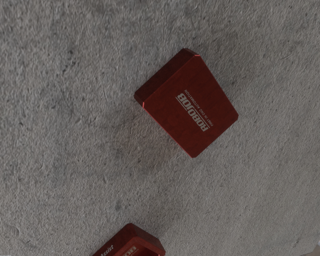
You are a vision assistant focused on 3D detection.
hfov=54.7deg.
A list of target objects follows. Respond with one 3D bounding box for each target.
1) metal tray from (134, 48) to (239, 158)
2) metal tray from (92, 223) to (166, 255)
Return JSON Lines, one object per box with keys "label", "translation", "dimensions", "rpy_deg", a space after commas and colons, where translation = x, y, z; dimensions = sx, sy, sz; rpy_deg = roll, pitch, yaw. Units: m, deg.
{"label": "metal tray", "translation": [0.039, -0.028, 0.408], "dimensions": [0.090, 0.030, 0.130], "rpy_deg": [-43, 130, 1]}
{"label": "metal tray", "translation": [-0.066, 0.222, 0.505], "dimensions": [0.130, 0.030, 0.090], "rpy_deg": [-43, 130, 1]}
